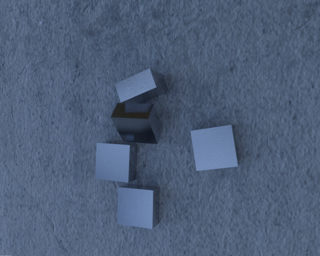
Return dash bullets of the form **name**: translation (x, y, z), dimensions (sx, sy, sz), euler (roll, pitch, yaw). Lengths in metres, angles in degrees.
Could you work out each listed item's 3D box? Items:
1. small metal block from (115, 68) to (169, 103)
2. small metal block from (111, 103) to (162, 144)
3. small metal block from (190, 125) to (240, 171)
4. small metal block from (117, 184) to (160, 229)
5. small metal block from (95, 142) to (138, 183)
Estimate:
- **small metal block**: translation (-0.022, -0.052, 0.403), dimensions (0.050, 0.050, 0.025), euler (-21, 83, 18)
- **small metal block**: translation (-0.029, -0.006, 0.403), dimensions (0.050, 0.050, 0.025), euler (3, 51, 19)
- **small metal block**: translation (0.069, 0.024, 0.384), dimensions (0.050, 0.025, 0.050), euler (-9, 87, 19)
- **small metal block**: translation (-0.029, 0.105, 0.418), dimensions (0.050, 0.025, 0.050), euler (1, 90, 19)
- **small metal block**: translation (-0.060, 0.046, 0.429), dimensions (0.050, 0.025, 0.050), euler (3, 91, 19)
